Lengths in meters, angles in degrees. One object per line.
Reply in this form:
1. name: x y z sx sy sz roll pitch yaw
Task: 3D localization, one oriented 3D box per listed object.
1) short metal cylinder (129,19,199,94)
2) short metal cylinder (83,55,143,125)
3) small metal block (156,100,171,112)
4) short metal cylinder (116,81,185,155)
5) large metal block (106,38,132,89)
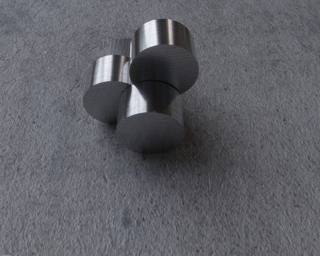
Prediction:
1. short metal cylinder: 0.004 -0.082 0.374 0.081 0.080 0.050 -2 50 -2
2. short metal cylinder: -0.058 -0.049 0.411 0.081 0.080 0.050 -2 50 -2
3. small metal block: 0.008 -0.039 0.424 0.025 0.050 0.050 1 50 1
4. short metal cylinder: -0.011 -0.011 0.379 0.081 0.080 0.050 0 50 0
5. large metal block: -0.037 -0.090 0.465 0.081 0.050 0.080 -1 50 -1
